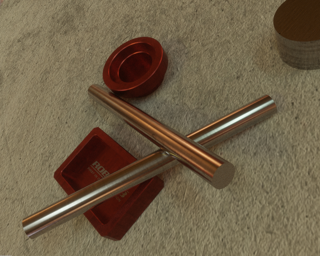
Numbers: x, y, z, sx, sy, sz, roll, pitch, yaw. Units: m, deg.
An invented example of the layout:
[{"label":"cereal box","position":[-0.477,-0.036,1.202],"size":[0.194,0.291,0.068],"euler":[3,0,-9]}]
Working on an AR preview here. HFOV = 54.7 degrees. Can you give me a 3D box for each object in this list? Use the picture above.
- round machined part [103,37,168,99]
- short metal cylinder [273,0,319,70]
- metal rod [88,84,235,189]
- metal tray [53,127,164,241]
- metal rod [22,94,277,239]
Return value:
[{"label":"round machined part","position":[-0.033,-0.085,0.462],"size":[0.098,0.042,0.098],"euler":[-13,56,21]},{"label":"short metal cylinder","position":[0.179,-0.116,0.365],"size":[0.080,0.050,0.080],"euler":[-13,56,21]},{"label":"metal rod","position":[-0.025,-0.009,0.377],"size":[0.025,0.025,0.300],"euler":[-49,38,-7]},{"label":"metal tray","position":[-0.069,0.066,0.396],"size":[0.130,0.030,0.090],"euler":[34,81,38]},{"label":"metal rod","position":[-0.007,0.041,0.345],"size":[0.301,0.025,0.025],"euler":[-27,52,-4]}]
